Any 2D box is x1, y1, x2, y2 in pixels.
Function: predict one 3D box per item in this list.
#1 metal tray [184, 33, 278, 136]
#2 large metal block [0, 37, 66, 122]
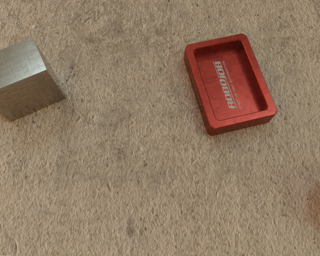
[{"bbox_3d":[0.093,-0.062,0.428,0.091,0.030,0.130,-13,71,-5],"label":"metal tray"},{"bbox_3d":[-0.179,-0.059,0.399,0.080,0.080,0.050,-25,72,-9],"label":"large metal block"}]
